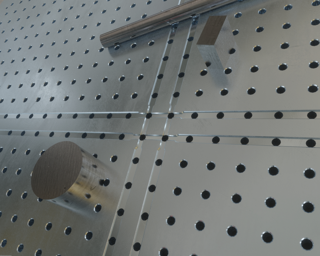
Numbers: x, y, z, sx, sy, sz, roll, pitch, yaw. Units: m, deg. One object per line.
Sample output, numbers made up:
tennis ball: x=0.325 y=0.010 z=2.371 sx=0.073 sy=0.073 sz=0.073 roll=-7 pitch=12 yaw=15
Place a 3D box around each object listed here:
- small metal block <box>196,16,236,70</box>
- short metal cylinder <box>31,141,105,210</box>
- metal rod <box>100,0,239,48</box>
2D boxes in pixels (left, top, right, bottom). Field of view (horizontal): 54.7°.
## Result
small metal block: x=0.078 y=-0.116 z=0.422 sx=0.025 sy=0.050 sz=0.050 roll=12 pitch=68 yaw=33
short metal cylinder: x=-0.122 y=0.064 z=0.415 sx=0.080 sy=0.050 sz=0.080 roll=-13 pitch=56 yaw=20
metal rod: x=0.037 y=-0.188 z=0.503 sx=0.301 sy=0.025 sz=0.025 roll=-14 pitch=56 yaw=20
